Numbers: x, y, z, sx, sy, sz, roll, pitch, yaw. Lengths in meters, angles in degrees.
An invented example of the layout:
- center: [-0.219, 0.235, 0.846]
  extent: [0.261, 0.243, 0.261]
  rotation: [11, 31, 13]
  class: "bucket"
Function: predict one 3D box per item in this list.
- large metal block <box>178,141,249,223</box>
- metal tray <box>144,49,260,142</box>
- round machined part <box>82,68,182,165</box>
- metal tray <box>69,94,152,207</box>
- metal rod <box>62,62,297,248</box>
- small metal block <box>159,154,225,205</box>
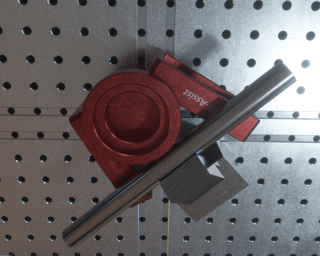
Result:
- center: [0.058, 0.061, 0.404]
  extent: [0.080, 0.080, 0.050]
  rotation: [-39, 106, 13]
  class: "large metal block"
- center: [0.045, -0.042, 0.363]
  extent: [0.131, 0.090, 0.030]
  rotation: [30, 108, -11]
  class: "metal tray"
- center: [-0.028, -0.014, 0.325]
  extent: [0.099, 0.042, 0.097]
  rotation: [0, 110, -1]
  class: "round machined part"
- center: [-0.054, 0.022, 0.386]
  extent: [0.030, 0.090, 0.130]
  rotation: [-28, 108, 9]
  class: "metal tray"
- center: [0.009, 0.037, 0.331]
  extent: [0.300, 0.025, 0.025]
  rotation: [-39, 106, 12]
  class: "metal rod"
- center: [0.036, 0.057, 0.334]
  extent: [0.050, 0.050, 0.025]
  rotation: [-41, 61, 13]
  class: "small metal block"
